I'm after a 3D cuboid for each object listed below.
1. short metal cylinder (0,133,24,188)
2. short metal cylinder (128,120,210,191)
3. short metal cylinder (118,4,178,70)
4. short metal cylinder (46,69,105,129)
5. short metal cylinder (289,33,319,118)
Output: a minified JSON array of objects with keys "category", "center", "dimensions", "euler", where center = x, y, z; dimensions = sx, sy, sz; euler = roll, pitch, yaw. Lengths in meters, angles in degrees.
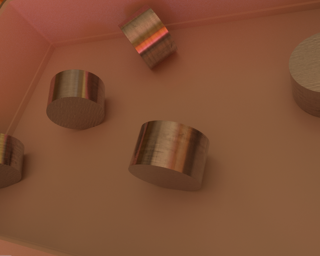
[{"category":"short metal cylinder","center":[-0.251,0.050,0.469],"dimensions":[0.080,0.080,0.050],"euler":[-22,54,15]},{"category":"short metal cylinder","center":[0.011,0.033,0.344],"dimensions":[0.080,0.080,0.050],"euler":[1,63,28]},{"category":"short metal cylinder","center":[-0.018,-0.134,0.460],"dimensions":[0.050,0.080,0.080],"euler":[-36,51,4]},{"category":"short metal cylinder","center":[-0.122,-0.040,0.457],"dimensions":[0.080,0.080,0.050],"euler":[-18,55,18]},{"category":"short metal cylinder","center":[0.182,-0.057,0.329],"dimensions":[0.080,0.050,0.080],"euler":[-13,56,20]}]
